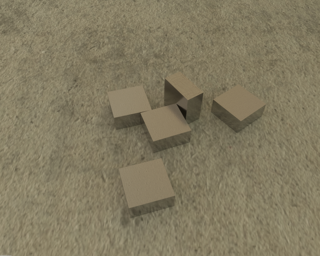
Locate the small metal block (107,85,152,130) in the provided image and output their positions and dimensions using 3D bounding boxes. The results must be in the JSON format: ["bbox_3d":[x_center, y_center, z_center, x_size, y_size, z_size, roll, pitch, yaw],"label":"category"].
[{"bbox_3d":[-0.042,-0.029,0.427,0.050,0.025,0.050,-13,51,-11],"label":"small metal block"}]

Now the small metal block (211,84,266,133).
[{"bbox_3d":[0.108,-0.028,0.428,0.050,0.025,0.050,-31,57,-24],"label":"small metal block"}]

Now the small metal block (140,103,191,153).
[{"bbox_3d":[0.007,0.000,0.404,0.050,0.025,0.050,-16,52,-13],"label":"small metal block"}]

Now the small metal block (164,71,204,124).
[{"bbox_3d":[0.031,-0.040,0.421,0.025,0.050,0.050,-27,56,-22],"label":"small metal block"}]

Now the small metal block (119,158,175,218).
[{"bbox_3d":[-0.015,0.067,0.347,0.050,0.025,0.050,-13,51,-11],"label":"small metal block"}]
